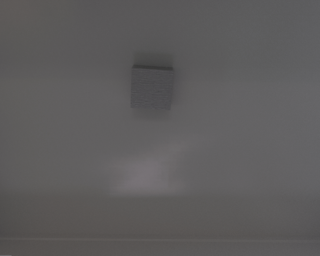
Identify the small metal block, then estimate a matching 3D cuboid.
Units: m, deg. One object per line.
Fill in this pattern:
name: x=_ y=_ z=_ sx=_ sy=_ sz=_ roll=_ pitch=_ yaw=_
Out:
small metal block: x=-0.010 y=-0.051 z=0.392 sx=0.050 sy=0.025 sz=0.050 roll=3 pitch=110 yaw=-2
